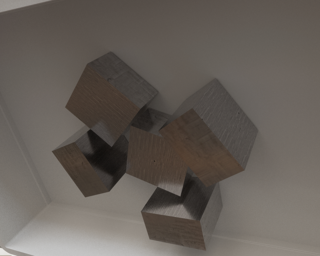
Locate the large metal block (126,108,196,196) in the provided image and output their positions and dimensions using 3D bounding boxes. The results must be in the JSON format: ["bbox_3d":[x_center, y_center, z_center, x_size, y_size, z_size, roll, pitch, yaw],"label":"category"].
[{"bbox_3d":[0.006,0.031,0.405,0.080,0.050,0.079,20,126,15],"label":"large metal block"}]

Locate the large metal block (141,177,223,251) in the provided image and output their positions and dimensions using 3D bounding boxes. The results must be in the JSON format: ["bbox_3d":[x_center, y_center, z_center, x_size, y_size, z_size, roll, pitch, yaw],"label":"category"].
[{"bbox_3d":[0.033,0.111,0.422,0.080,0.080,0.050,1,119,27],"label":"large metal block"}]

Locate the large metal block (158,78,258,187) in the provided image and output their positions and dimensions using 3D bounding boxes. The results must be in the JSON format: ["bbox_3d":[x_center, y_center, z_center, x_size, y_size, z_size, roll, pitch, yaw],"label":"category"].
[{"bbox_3d":[0.057,0.003,0.342,0.080,0.080,0.050,49,128,-7],"label":"large metal block"}]

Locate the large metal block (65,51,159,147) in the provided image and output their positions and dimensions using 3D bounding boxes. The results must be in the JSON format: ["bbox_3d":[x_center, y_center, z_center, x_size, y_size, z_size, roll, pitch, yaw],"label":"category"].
[{"bbox_3d":[-0.063,-0.036,0.399,0.080,0.050,0.080,41,129,0],"label":"large metal block"}]

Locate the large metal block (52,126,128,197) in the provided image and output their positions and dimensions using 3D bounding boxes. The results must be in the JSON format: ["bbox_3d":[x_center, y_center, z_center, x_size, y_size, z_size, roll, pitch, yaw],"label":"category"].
[{"bbox_3d":[-0.089,0.038,0.440,0.050,0.080,0.080,-20,108,35],"label":"large metal block"}]
